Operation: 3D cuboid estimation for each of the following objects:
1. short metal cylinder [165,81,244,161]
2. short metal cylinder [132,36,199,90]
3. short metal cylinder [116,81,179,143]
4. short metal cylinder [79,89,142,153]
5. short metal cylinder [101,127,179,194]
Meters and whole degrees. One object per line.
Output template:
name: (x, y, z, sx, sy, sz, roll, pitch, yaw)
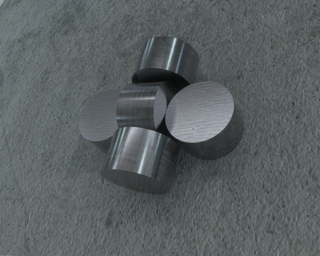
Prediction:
short metal cylinder: (0.053, -0.008, 0.366, 0.080, 0.050, 0.080, -13, 56, 21)
short metal cylinder: (0.008, -0.075, 0.413, 0.080, 0.080, 0.050, 0, 62, 28)
short metal cylinder: (-0.010, -0.018, 0.387, 0.050, 0.080, 0.080, 0, 62, 29)
short metal cylinder: (-0.063, -0.006, 0.427, 0.080, 0.050, 0.080, -13, 56, 20)
short metal cylinder: (-0.022, 0.040, 0.358, 0.080, 0.080, 0.050, 0, 61, 28)
